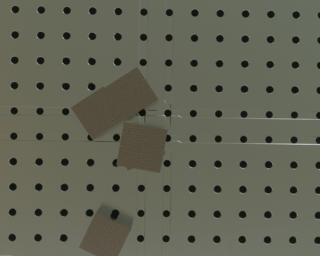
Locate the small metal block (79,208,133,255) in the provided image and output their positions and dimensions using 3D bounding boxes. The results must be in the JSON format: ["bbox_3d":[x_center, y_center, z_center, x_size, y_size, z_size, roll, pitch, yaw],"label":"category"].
[{"bbox_3d":[-0.071,0.143,0.413,0.050,0.025,0.050,26,90,-1],"label":"small metal block"}]

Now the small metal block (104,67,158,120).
[{"bbox_3d":[-0.037,-0.045,0.413,0.050,0.025,0.050,-33,91,-1],"label":"small metal block"}]

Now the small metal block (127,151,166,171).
[{"bbox_3d":[-0.021,0.030,0.401,0.050,0.050,0.025,-24,90,0],"label":"small metal block"}]

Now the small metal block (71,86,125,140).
[{"bbox_3d":[-0.080,-0.019,0.412,0.050,0.025,0.050,-34,90,0],"label":"small metal block"}]

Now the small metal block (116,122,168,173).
[{"bbox_3d":[-0.020,0.022,0.363,0.050,0.025,0.050,10,90,-1],"label":"small metal block"}]
